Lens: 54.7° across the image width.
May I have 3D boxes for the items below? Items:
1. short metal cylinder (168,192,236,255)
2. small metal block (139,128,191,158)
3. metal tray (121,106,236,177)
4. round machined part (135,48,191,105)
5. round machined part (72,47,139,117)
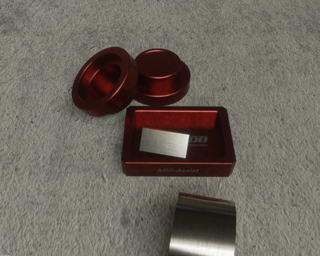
[{"bbox_3d":[0.036,0.102,0.282,0.050,0.080,0.080,9,51,7],"label":"short metal cylinder"},{"bbox_3d":[0.008,0.016,0.354,0.050,0.050,0.025,9,91,7],"label":"small metal block"},{"bbox_3d":[0.022,0.015,0.387,0.131,0.030,0.090,0,50,0],"label":"metal tray"},{"bbox_3d":[-0.004,-0.082,0.461,0.099,0.042,0.098,0,50,0],"label":"round machined part"},{"bbox_3d":[-0.069,-0.058,0.421,0.098,0.042,0.098,-17,56,27],"label":"round machined part"}]
